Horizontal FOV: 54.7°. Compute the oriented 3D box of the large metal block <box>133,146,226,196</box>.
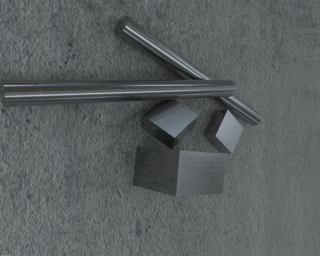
[{"bbox_3d":[0.024,0.053,0.391,0.081,0.080,0.050,8,85,-40],"label":"large metal block"}]

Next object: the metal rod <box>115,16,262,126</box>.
[{"bbox_3d":[0.062,-0.069,0.458,0.301,0.025,0.025,26,73,-37],"label":"metal rod"}]

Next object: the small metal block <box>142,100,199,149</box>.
[{"bbox_3d":[0.013,-0.009,0.398,0.050,0.050,0.025,-42,158,-32],"label":"small metal block"}]

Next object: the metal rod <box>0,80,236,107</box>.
[{"bbox_3d":[-0.021,-0.045,0.371,0.303,0.025,0.025,-6,94,-35],"label":"metal rod"}]

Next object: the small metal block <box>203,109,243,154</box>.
[{"bbox_3d":[0.101,0.006,0.493,0.050,0.025,0.050,43,64,-32],"label":"small metal block"}]
